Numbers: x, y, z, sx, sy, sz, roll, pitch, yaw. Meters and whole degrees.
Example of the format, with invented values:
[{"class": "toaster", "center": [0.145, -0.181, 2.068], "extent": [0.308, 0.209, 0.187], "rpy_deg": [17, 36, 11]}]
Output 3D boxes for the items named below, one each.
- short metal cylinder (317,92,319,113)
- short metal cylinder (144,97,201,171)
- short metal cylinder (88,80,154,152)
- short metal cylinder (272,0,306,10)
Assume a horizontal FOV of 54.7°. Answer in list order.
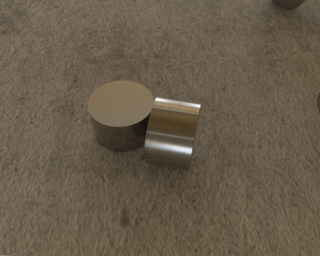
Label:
[{"class": "short metal cylinder", "center": [0.257, -0.044, 0.408], "extent": [0.080, 0.080, 0.050], "rpy_deg": [28, 55, 21]}, {"class": "short metal cylinder", "center": [0.016, 0.006, 0.363], "extent": [0.050, 0.080, 0.080], "rpy_deg": [10, 51, 8]}, {"class": "short metal cylinder", "center": [-0.048, -0.016, 0.400], "extent": [0.081, 0.050, 0.080], "rpy_deg": [0, 50, 0]}, {"class": "short metal cylinder", "center": [0.255, -0.281, 0.607], "extent": [0.081, 0.080, 0.050], "rpy_deg": [-20, 53, -16]}]
